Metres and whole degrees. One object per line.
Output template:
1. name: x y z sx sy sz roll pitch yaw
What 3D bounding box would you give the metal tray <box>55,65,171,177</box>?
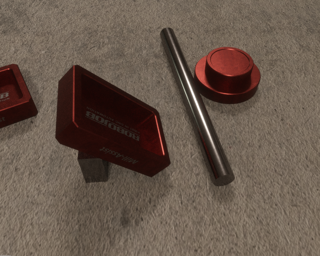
1. metal tray: -0.050 -0.005 0.349 0.131 0.030 0.090 28 36 -39

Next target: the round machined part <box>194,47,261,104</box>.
1. round machined part: 0.101 -0.085 0.465 0.099 0.042 0.098 0 50 0

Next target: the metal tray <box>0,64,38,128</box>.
1. metal tray: -0.248 -0.034 0.424 0.131 0.030 0.090 -23 54 -19

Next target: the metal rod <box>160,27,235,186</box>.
1. metal rod: 0.043 -0.052 0.447 0.025 0.025 0.300 -9 51 -8

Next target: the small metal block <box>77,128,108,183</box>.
1. small metal block: -0.076 0.029 0.362 0.025 0.050 0.050 -3 50 -3
